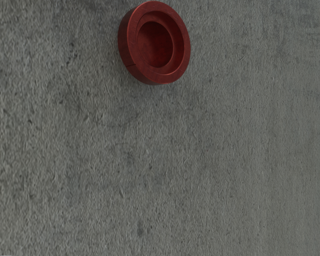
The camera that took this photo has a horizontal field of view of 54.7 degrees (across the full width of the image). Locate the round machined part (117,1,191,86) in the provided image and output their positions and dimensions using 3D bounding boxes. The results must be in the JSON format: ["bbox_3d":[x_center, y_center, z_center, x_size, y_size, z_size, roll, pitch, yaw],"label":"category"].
[{"bbox_3d":[-0.011,-0.101,0.384,0.099,0.042,0.097,0,90,-40],"label":"round machined part"}]
